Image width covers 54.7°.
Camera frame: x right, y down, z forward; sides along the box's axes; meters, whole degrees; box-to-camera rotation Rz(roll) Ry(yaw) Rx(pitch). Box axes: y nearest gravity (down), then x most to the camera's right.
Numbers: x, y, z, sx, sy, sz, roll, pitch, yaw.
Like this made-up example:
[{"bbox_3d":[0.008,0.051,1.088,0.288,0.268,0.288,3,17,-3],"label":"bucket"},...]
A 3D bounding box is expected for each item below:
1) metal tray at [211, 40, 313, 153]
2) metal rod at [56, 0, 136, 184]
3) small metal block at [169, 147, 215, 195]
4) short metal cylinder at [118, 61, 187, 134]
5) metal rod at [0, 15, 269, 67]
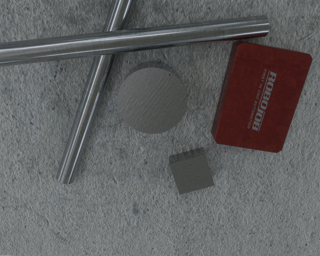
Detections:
[{"bbox_3d":[0.125,-0.038,0.394,0.091,0.030,0.129,9,110,-4],"label":"metal tray"},{"bbox_3d":[-0.078,-0.059,0.387,0.025,0.025,0.298,20,109,-8],"label":"metal rod"},{"bbox_3d":[0.044,0.060,0.432,0.050,0.025,0.050,-16,110,5],"label":"small metal block"},{"bbox_3d":[-0.009,-0.039,0.382,0.081,0.050,0.079,0,110,0],"label":"short metal cylinder"},{"bbox_3d":[-0.025,-0.099,0.349,0.302,0.025,0.025,-8,110,-7],"label":"metal rod"}]
